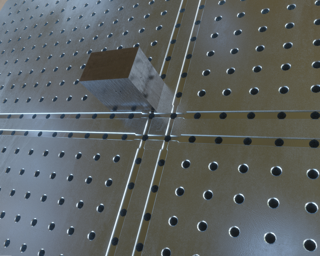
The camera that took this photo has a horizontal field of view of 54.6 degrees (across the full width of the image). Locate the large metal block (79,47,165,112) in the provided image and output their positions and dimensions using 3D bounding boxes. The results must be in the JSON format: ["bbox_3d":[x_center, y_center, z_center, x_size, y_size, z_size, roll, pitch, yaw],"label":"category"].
[{"bbox_3d":[-0.051,-0.065,0.441,0.080,0.080,0.050,1,62,29],"label":"large metal block"}]
